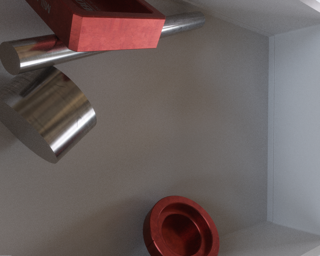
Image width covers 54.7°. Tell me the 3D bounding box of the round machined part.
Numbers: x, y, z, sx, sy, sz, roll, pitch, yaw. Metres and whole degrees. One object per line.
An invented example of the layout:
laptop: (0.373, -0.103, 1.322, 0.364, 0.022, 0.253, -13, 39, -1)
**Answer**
round machined part: (0.023, 0.140, 0.396, 0.099, 0.042, 0.098, 19, 40, -17)

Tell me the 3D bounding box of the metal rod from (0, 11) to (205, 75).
metal rod: (-0.028, -0.105, 0.342, 0.302, 0.025, 0.025, -33, 111, -49)

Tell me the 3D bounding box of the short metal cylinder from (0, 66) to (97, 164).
short metal cylinder: (-0.106, -0.013, 0.283, 0.050, 0.080, 0.080, -49, 120, -29)

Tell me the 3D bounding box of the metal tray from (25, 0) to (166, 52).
metal tray: (-0.068, -0.118, 0.289, 0.091, 0.130, 0.030, -15, 140, -39)
